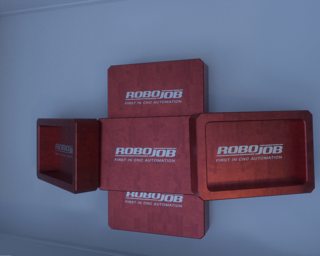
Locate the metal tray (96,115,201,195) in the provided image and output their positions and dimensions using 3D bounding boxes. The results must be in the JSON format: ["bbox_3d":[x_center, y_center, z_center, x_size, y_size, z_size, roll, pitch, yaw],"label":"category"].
[{"bbox_3d":[-0.013,0.031,0.379,0.130,0.030,0.089,-1,90,19],"label":"metal tray"}]

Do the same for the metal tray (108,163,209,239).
[{"bbox_3d":[-0.003,0.090,0.406,0.130,0.030,0.089,0,90,19],"label":"metal tray"}]

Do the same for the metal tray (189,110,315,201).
[{"bbox_3d":[0.100,0.027,0.338,0.131,0.030,0.089,-2,90,-10],"label":"metal tray"}]

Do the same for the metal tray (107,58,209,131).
[{"bbox_3d":[-0.004,-0.039,0.406,0.130,0.030,0.089,0,90,19],"label":"metal tray"}]

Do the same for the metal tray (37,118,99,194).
[{"bbox_3d":[-0.129,0.032,0.419,0.130,0.030,0.089,2,92,49],"label":"metal tray"}]
